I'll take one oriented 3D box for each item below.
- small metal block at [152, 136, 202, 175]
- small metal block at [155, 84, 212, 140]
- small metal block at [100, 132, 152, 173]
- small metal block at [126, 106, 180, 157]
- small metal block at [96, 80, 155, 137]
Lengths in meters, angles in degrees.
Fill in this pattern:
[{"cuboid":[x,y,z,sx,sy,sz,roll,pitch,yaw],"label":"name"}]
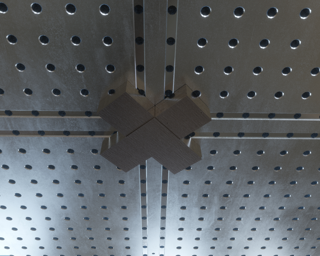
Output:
[{"cuboid":[0.024,0.034,0.441,0.050,0.025,0.050,-33,123,25],"label":"small metal block"},{"cuboid":[0.029,-0.019,0.395,0.050,0.025,0.050,-34,123,25],"label":"small metal block"},{"cuboid":[-0.047,0.030,0.437,0.050,0.025,0.050,-34,123,25],"label":"small metal block"},{"cuboid":[-0.009,0.006,0.415,0.050,0.025,0.050,-34,123,25],"label":"small metal block"},{"cuboid":[-0.042,-0.023,0.391,0.050,0.025,0.050,-33,123,25],"label":"small metal block"}]
